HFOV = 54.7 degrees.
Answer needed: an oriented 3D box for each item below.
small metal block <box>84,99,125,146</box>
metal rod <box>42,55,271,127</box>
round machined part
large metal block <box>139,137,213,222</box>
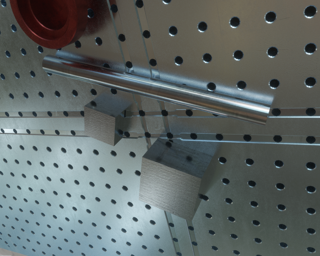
[{"bbox_3d":[-0.081,-0.008,0.447,0.050,0.025,0.050,20,126,16],"label":"small metal block"},{"bbox_3d":[-0.019,-0.052,0.387,0.301,0.025,0.025,16,125,18],"label":"metal rod"},{"bbox_3d":[-0.128,-0.149,0.373,0.098,0.042,0.097,13,124,20],"label":"round machined part"},{"bbox_3d":[0.020,0.070,0.427,0.080,0.050,0.079,18,126,17],"label":"large metal block"}]
